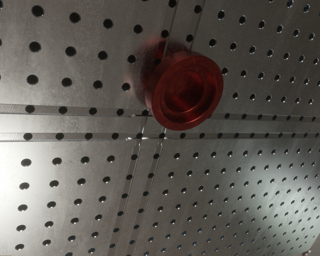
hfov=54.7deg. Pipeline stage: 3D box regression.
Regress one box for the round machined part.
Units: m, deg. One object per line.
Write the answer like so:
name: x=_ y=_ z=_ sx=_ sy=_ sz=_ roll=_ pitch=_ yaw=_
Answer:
round machined part: x=0.027 y=-0.049 z=0.386 sx=0.099 sy=0.042 sz=0.097 roll=-14 pitch=125 yaw=-21
